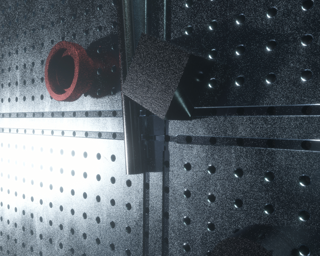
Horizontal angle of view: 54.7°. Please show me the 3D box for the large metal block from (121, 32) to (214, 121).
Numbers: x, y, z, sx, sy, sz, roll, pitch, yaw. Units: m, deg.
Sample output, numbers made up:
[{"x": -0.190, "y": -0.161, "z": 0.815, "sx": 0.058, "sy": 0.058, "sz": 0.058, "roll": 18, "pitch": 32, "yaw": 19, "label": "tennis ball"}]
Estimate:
[{"x": 0.007, "y": -0.063, "z": 0.385, "sx": 0.080, "sy": 0.050, "sz": 0.079, "roll": 34, "pitch": 111, "yaw": 34, "label": "large metal block"}]

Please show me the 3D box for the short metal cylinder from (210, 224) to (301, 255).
[{"x": 0.097, "y": 0.144, "z": 0.312, "sx": 0.080, "sy": 0.050, "sz": 0.079, "roll": 0, "pitch": 90, "yaw": 39, "label": "short metal cylinder"}]

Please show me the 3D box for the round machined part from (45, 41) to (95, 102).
[{"x": -0.147, "y": -0.092, "z": 0.517, "sx": 0.098, "sy": 0.042, "sz": 0.097, "roll": 0, "pitch": 90, "yaw": 39, "label": "round machined part"}]

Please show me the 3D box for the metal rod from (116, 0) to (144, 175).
[{"x": -0.045, "y": -0.084, "z": 0.444, "sx": 0.025, "sy": 0.025, "sz": 0.298, "roll": -6, "pitch": 86, "yaw": 39, "label": "metal rod"}]
